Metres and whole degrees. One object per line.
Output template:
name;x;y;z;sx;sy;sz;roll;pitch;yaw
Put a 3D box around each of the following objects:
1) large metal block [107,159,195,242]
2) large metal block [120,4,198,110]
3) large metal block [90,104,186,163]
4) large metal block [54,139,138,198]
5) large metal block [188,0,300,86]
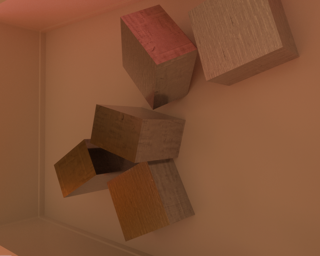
large metal block;-0.014;0.090;0.400;0.080;0.050;0.080;-33;70;35
large metal block;-0.005;-0.083;0.368;0.080;0.050;0.080;56;160;25
large metal block;-0.027;0.004;0.392;0.080;0.081;0.050;18;102;38
large metal block;-0.089;0.055;0.442;0.080;0.081;0.050;-36;68;34
large metal block;0.084;-0.098;0.320;0.080;0.050;0.080;-21;77;37
